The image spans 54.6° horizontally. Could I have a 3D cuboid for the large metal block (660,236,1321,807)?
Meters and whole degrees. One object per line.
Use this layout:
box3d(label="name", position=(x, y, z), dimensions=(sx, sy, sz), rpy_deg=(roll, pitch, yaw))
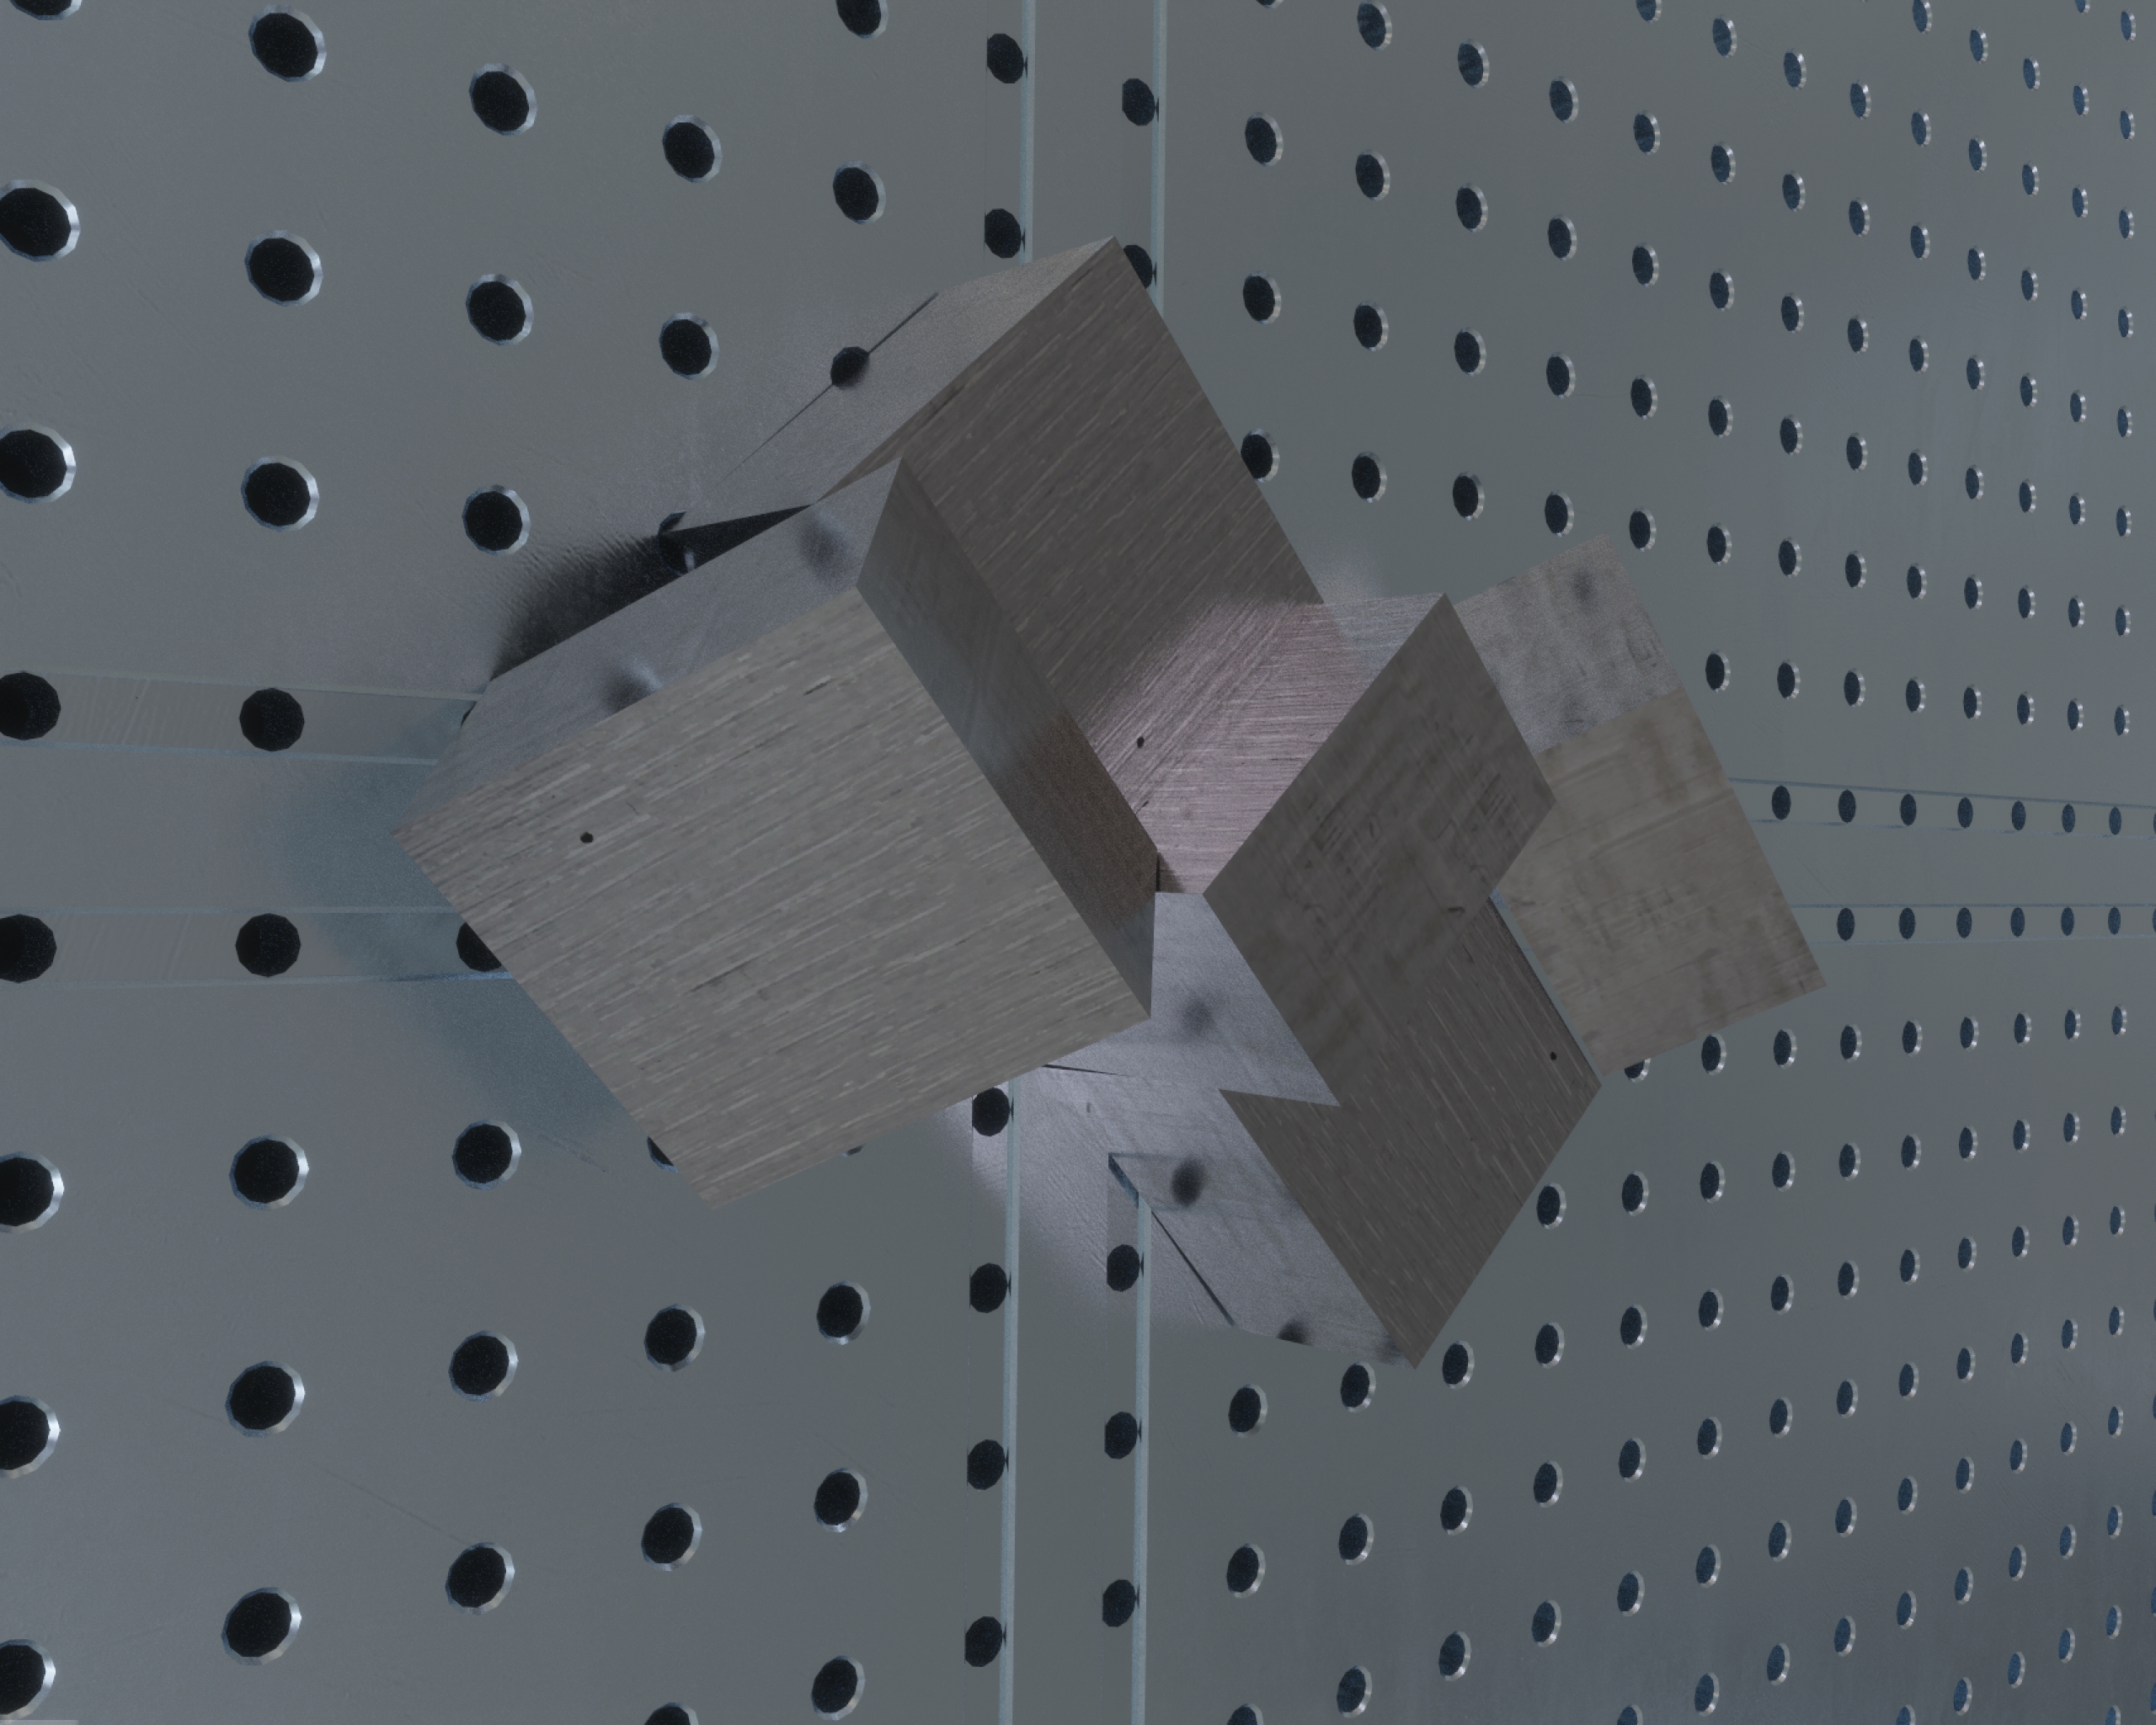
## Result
box3d(label="large metal block", position=(-0.013, -0.053, 0.381), dimensions=(0.080, 0.050, 0.080), rpy_deg=(-48, 119, -27))

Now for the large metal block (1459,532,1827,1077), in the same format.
box3d(label="large metal block", position=(0.117, -0.014, 0.462), dimensions=(0.080, 0.050, 0.080), rpy_deg=(56, 18, -26))

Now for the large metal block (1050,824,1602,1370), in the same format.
box3d(label="large metal block", position=(0.054, 0.045, 0.436), dimensions=(0.080, 0.050, 0.080), rpy_deg=(-48, 117, -29))

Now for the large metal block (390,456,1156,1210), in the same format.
box3d(label="large metal block", position=(-0.043, -0.003, 0.327), dimensions=(0.080, 0.080, 0.050), rpy_deg=(56, 19, -25))

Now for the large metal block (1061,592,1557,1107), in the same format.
box3d(label="large metal block", position=(0.029, -0.004, 0.396), dimensions=(0.080, 0.080, 0.050), rpy_deg=(-50, 121, -28))
